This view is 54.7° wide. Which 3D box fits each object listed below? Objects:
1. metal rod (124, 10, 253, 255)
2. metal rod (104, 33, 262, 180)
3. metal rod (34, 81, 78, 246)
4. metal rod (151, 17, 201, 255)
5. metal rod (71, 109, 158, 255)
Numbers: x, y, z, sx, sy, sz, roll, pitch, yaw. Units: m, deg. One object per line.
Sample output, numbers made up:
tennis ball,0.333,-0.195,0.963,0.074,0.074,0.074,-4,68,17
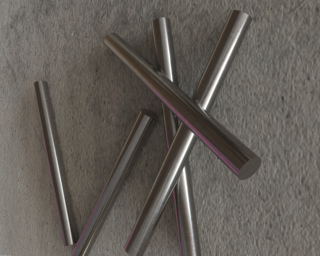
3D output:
metal rod,0.028,0.014,0.354,0.025,0.025,0.298,30,100,35
metal rod,0.002,-0.048,0.361,0.300,0.025,0.025,48,119,43
metal rod,-0.189,0.056,0.556,0.025,0.025,0.299,-25,75,37
metal rod,0.019,0.010,0.387,0.025,0.025,0.298,-12,83,39
metal rod,-0.078,0.105,0.466,0.025,0.025,0.298,41,114,32
